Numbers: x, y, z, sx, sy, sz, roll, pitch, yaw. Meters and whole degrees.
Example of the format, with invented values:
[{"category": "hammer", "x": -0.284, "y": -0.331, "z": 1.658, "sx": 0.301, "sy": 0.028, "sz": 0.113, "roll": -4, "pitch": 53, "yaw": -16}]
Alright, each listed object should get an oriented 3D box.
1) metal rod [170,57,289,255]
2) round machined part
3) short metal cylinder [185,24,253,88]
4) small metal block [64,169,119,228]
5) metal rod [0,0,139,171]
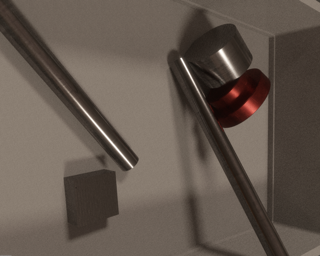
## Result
[{"category": "metal rod", "x": 0.091, "y": 0.041, "z": 0.412, "sx": 0.025, "sy": 0.025, "sz": 0.299, "roll": -20, "pitch": 80, "yaw": -39}, {"category": "round machined part", "x": 0.108, "y": -0.051, "z": 0.455, "sx": 0.042, "sy": 0.098, "sz": 0.098, "roll": 40, "pitch": 65, "yaw": -17}, {"category": "short metal cylinder", "x": 0.084, "y": -0.103, "z": 0.443, "sx": 0.050, "sy": 0.080, "sz": 0.080, "roll": 49, "pitch": 61, "yaw": -30}, {"category": "small metal block", "x": -0.076, "y": 0.076, "z": 0.345, "sx": 0.050, "sy": 0.025, "sz": 0.050, "roll": -7, "pitch": 95, "yaw": -40}, {"category": "metal rod", "x": -0.115, "y": -0.065, "z": 0.310, "sx": 0.025, "sy": 0.025, "sz": 0.299, "roll": -51, "pitch": 120, "yaw": -28}]
